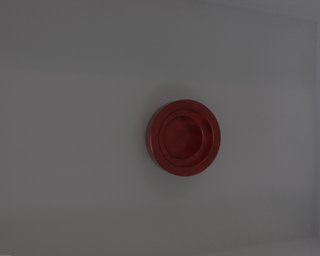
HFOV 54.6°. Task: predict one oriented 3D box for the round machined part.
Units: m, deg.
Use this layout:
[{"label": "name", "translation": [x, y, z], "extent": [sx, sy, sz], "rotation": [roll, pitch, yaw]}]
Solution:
[{"label": "round machined part", "translation": [0.027, 0.013, 0.411], "extent": [0.099, 0.042, 0.097], "rotation": [0, 90, -20]}]
